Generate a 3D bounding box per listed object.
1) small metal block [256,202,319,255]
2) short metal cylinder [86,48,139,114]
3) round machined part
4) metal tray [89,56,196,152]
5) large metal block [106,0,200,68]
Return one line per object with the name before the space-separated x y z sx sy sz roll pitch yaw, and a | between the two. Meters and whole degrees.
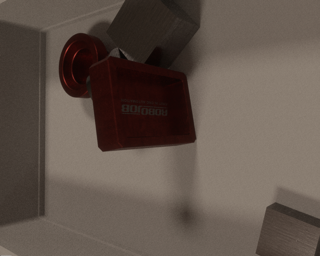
small metal block | 0.127 0.107 0.301 0.050 0.025 0.050 17 101 38
short metal cylinder | -0.049 -0.058 0.409 0.050 0.081 0.080 -35 69 34
round machined part | -0.113 -0.095 0.486 0.098 0.042 0.097 0 90 39
metal tray | -0.013 -0.023 0.348 0.030 0.131 0.090 -14 82 39
large metal block | -0.011 -0.125 0.395 0.080 0.050 0.080 -50 64 28
